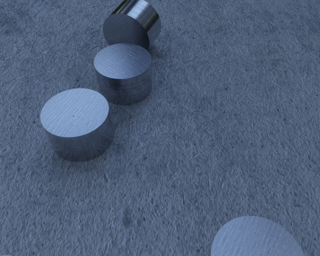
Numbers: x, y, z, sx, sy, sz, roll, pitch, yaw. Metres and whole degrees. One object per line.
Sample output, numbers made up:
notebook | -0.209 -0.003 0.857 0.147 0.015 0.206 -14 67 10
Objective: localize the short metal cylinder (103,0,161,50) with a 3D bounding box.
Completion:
short metal cylinder | -0.044 -0.161 0.502 0.080 0.080 0.050 17 52 13

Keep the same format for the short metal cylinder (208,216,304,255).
short metal cylinder | 0.083 0.128 0.280 0.080 0.050 0.080 0 50 0

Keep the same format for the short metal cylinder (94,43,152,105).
short metal cylinder | -0.052 -0.079 0.453 0.080 0.050 0.080 0 50 0

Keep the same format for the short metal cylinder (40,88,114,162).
short metal cylinder | -0.102 -0.004 0.390 0.080 0.050 0.080 0 50 0
